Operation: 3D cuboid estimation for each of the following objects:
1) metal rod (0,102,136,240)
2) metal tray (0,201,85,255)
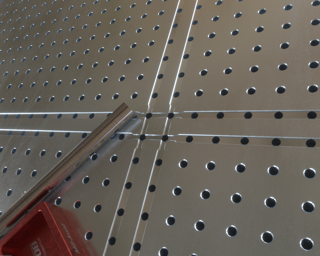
[{"bbox_3d":[-0.153,0.074,0.441,0.300,0.025,0.025,-43,51,-2],"label":"metal rod"},{"bbox_3d":[-0.142,0.166,0.375,0.090,0.030,0.130,-44,51,-3],"label":"metal tray"}]
